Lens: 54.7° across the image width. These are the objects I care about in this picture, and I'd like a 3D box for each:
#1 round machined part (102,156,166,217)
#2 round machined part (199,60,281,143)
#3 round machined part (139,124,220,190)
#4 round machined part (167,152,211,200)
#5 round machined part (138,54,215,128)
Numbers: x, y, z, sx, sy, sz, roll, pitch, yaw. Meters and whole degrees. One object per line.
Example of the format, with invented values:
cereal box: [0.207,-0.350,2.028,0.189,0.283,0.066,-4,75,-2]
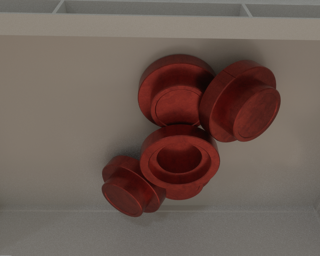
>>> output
round machined part: [-0.044,0.089,0.444,0.098,0.042,0.097,21,138,21]
round machined part: [0.096,-0.023,0.349,0.099,0.042,0.097,-20,132,-24]
round machined part: [0.024,0.032,0.395,0.099,0.042,0.097,-1,130,0]
round machined part: [0.028,0.069,0.455,0.099,0.042,0.097,-1,130,0]
round machined part: [0.023,-0.034,0.367,0.099,0.042,0.097,-1,130,0]
